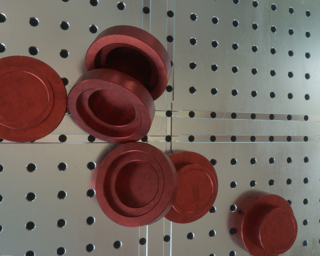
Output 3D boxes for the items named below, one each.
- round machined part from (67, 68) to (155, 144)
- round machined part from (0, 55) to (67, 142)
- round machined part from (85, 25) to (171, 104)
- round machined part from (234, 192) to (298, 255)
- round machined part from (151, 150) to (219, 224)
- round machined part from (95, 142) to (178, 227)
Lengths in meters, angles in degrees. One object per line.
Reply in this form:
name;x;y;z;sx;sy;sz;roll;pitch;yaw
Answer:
round machined part;-0.053;-0.029;0.364;0.098;0.098;0.042;34;44;-17
round machined part;-0.155;-0.033;0.347;0.099;0.042;0.097;0;90;-20
round machined part;-0.035;-0.078;0.371;0.098;0.098;0.042;34;43;-17
round machined part;0.164;0.148;0.464;0.099;0.042;0.097;0;90;-20
round machined part;0.036;0.080;0.417;0.099;0.042;0.097;0;90;-20
round machined part;-0.025;0.068;0.377;0.098;0.042;0.098;-5;74;18
